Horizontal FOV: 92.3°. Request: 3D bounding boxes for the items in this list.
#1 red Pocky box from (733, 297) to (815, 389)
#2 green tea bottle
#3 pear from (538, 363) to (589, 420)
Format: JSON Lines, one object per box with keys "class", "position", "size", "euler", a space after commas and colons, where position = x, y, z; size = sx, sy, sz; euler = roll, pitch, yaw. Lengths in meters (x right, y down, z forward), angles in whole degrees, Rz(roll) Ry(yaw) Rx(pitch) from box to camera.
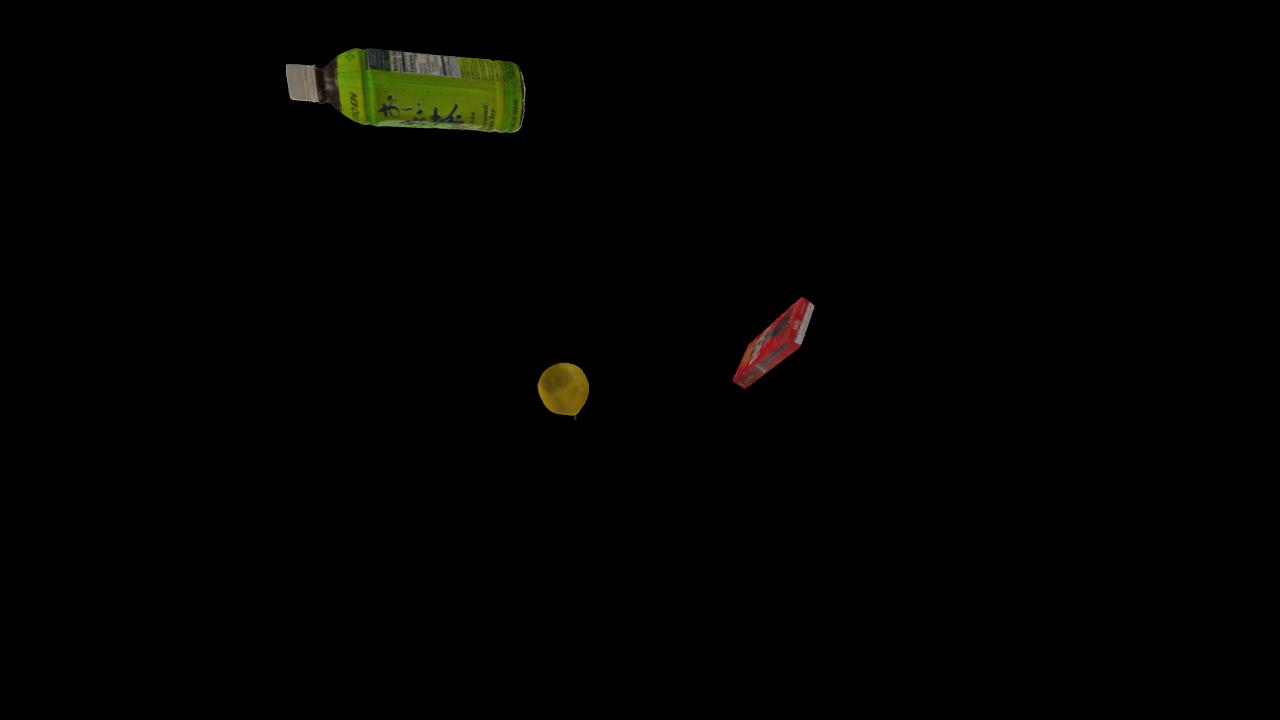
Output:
{"class": "red Pocky box", "position": [0.195, -0.021, 0.910], "size": [0.028, 0.083, 0.155], "euler": [31, -33, -5]}
{"class": "green tea bottle", "position": [-0.223, -0.263, 0.599], "size": [0.212, 0.073, 0.073], "euler": [-4, 1, -23]}
{"class": "pear", "position": [-0.108, 0.052, 0.924], "size": [0.080, 0.080, 0.111], "euler": [0, -25, 8]}
